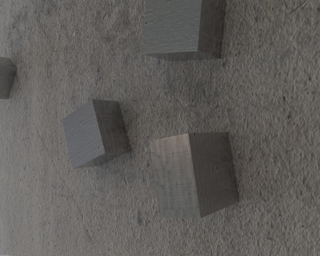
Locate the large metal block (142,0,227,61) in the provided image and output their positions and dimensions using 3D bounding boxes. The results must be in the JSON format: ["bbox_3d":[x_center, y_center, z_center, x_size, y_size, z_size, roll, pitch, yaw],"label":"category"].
[{"bbox_3d":[0.028,-0.124,0.366,0.080,0.050,0.079,8,95,39],"label":"large metal block"}]

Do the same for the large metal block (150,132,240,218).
[{"bbox_3d":[0.039,0.048,0.337,0.050,0.081,0.080,-13,82,39],"label":"large metal block"}]

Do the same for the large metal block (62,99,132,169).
[{"bbox_3d":[-0.097,0.010,0.469,0.080,0.050,0.080,-26,74,37],"label":"large metal block"}]

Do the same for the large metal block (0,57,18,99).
[{"bbox_3d":[-0.372,-0.112,0.676,0.050,0.081,0.079,41,115,32],"label":"large metal block"}]
